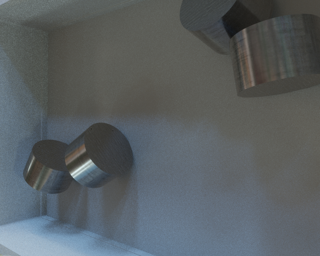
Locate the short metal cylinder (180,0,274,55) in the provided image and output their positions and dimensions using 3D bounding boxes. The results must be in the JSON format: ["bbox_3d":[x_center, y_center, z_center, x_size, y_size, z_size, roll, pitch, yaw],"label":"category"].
[{"bbox_3d":[0.067,-0.123,0.319,0.080,0.050,0.080,-24,54,39],"label":"short metal cylinder"}]

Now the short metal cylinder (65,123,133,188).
[{"bbox_3d":[-0.086,0.039,0.442,0.050,0.081,0.080,-35,69,35],"label":"short metal cylinder"}]

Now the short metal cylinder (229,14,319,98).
[{"bbox_3d":[0.107,-0.061,0.282,0.080,0.081,0.050,-12,83,39],"label":"short metal cylinder"}]

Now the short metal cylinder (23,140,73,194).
[{"bbox_3d":[-0.180,0.064,0.520,0.080,0.081,0.050,45,117,31],"label":"short metal cylinder"}]
